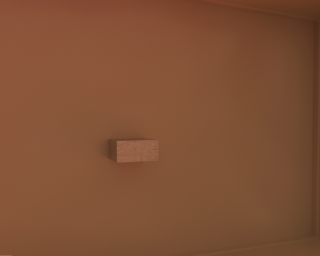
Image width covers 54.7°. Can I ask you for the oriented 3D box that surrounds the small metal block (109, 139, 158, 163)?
[{"bbox_3d":[-0.034,0.027,0.385,0.050,0.050,0.025,-1,91,-20],"label":"small metal block"}]
